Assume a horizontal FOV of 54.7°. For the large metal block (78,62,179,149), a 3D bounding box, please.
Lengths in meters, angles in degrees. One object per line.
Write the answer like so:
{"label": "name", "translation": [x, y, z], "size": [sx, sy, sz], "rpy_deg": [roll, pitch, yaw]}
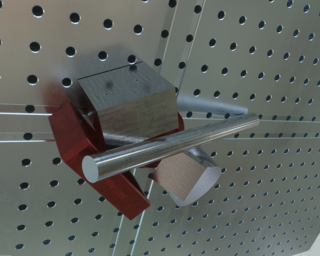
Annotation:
{"label": "large metal block", "translation": [-0.035, -0.027, 0.339], "size": [0.081, 0.080, 0.050], "rpy_deg": [-20, 126, -17]}

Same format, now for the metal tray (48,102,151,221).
{"label": "metal tray", "translation": [-0.068, 0.040, 0.357], "size": [0.030, 0.090, 0.130], "rpy_deg": [-38, 130, -3]}

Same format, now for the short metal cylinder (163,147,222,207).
{"label": "short metal cylinder", "translation": [0.041, 0.067, 0.445], "size": [0.081, 0.050, 0.080], "rpy_deg": [-29, 147, -21]}

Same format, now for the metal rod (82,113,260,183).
{"label": "metal rod", "translation": [0.042, 0.012, 0.382], "size": [0.302, 0.025, 0.025], "rpy_deg": [-13, 127, -45]}

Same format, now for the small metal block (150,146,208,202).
{"label": "small metal block", "translation": [0.024, 0.054, 0.387], "size": [0.050, 0.050, 0.025], "rpy_deg": [-58, 170, 11]}

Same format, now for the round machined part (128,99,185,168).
{"label": "round machined part", "translation": [-0.010, 0.014, 0.408], "size": [0.099, 0.042, 0.097], "rpy_deg": [-14, 125, -21]}
